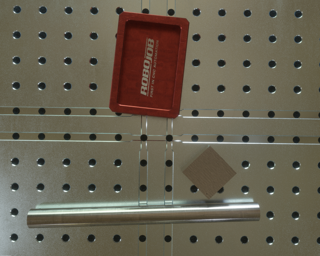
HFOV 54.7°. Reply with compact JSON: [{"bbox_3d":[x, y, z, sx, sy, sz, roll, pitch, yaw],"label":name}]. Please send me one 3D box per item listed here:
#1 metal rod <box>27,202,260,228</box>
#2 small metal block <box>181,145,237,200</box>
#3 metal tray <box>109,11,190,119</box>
[{"bbox_3d":[-0.021,0.116,0.413,0.302,0.025,0.025,-2,90,0],"label":"metal rod"},{"bbox_3d":[0.064,0.058,0.414,0.050,0.025,0.050,-44,90,0],"label":"small metal block"},{"bbox_3d":[-0.014,-0.081,0.410,0.091,0.030,0.129,6,90,0],"label":"metal tray"}]
